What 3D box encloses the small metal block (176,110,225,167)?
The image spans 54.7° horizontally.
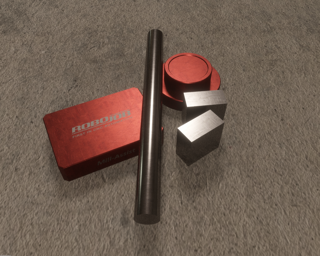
[{"bbox_3d":[0.048,0.013,0.377,0.050,0.050,0.025,-29,56,-22],"label":"small metal block"}]

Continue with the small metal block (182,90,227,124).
[{"bbox_3d":[0.057,-0.022,0.406,0.050,0.050,0.025,-5,51,-5],"label":"small metal block"}]

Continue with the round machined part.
[{"bbox_3d":[0.040,-0.074,0.455,0.099,0.042,0.098,0,50,0],"label":"round machined part"}]

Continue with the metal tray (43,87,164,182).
[{"bbox_3d":[-0.072,0.003,0.396,0.131,0.030,0.090,-20,53,-17],"label":"metal tray"}]

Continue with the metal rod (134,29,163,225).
[{"bbox_3d":[-0.010,-0.029,0.387,0.025,0.025,0.300,1,50,0],"label":"metal rod"}]
